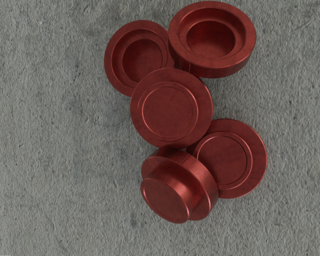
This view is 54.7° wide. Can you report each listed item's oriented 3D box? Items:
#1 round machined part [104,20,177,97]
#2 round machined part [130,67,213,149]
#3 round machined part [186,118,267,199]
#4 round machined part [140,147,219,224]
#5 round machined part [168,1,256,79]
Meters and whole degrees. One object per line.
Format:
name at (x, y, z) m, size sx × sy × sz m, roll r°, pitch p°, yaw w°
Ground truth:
round machined part at (-0.020, -0.087, 0.407) m, size 0.098 × 0.042 × 0.097 m, roll 0°, pitch 90°, yaw 19°
round machined part at (0.012, -0.021, 0.361) m, size 0.098 × 0.042 × 0.097 m, roll 2°, pitch 101°, yaw 11°
round machined part at (0.077, 0.037, 0.373) m, size 0.098 × 0.042 × 0.097 m, roll 0°, pitch 90°, yaw 19°
round machined part at (0.016, 0.074, 0.368) m, size 0.098 × 0.042 × 0.097 m, roll 24°, pitch 136°, yaw 26°
round machined part at (0.059, -0.098, 0.365) m, size 0.099 × 0.042 × 0.098 m, roll 0°, pitch 65°, yaw 0°
